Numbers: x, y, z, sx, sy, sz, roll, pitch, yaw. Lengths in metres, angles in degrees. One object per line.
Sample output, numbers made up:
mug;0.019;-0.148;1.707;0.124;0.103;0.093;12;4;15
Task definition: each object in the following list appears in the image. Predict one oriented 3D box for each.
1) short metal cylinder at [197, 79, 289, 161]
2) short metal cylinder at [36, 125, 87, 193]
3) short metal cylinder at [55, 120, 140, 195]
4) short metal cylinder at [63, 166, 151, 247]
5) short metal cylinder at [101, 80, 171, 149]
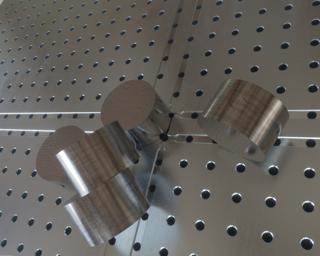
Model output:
short metal cylinder;0.087;-0.008;0.331;0.080;0.080;0.050;26;76;36
short metal cylinder;-0.121;0.043;0.427;0.080;0.050;0.080;-13;56;20
short metal cylinder;-0.070;0.033;0.356;0.080;0.080;0.050;-30;92;8
short metal cylinder;-0.058;0.084;0.342;0.080;0.080;0.050;-30;92;8
short metal cylinder;-0.032;-0.018;0.419;0.080;0.050;0.080;-13;56;21
